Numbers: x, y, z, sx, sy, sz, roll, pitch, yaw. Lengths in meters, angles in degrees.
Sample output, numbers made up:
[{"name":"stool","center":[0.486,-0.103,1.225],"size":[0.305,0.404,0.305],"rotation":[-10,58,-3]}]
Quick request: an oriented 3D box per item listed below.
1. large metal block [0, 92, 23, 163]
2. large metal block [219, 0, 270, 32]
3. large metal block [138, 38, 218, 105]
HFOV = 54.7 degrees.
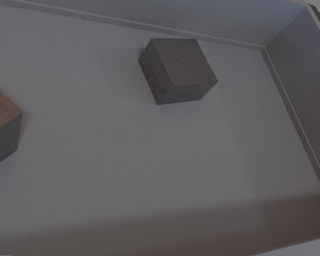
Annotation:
[{"name":"large metal block","center":[-0.174,0.011,0.270],"size":[0.050,0.080,0.080],"rotation":[42,51,0]},{"name":"large metal block","center":[0.174,-0.259,0.647],"size":[0.081,0.050,0.080],"rotation":[15,56,-20]},{"name":"large metal block","center":[0.025,-0.084,0.456],"size":[0.081,0.050,0.080],"rotation":[-10,67,-33]}]
